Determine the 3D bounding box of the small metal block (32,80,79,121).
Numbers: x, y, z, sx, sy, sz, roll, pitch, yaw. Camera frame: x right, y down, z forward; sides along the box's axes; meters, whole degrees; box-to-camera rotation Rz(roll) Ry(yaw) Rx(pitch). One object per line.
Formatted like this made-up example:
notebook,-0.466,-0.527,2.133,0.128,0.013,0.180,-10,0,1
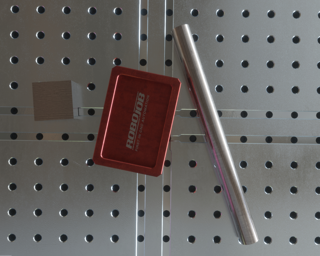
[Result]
small metal block,-0.138,-0.035,0.412,0.050,0.025,0.050,-4,90,-1

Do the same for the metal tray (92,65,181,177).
metal tray,-0.030,-0.009,0.410,0.091,0.030,0.129,12,90,-1

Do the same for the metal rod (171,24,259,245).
metal rod,0.074,0.009,0.414,0.025,0.025,0.298,-18,90,0
